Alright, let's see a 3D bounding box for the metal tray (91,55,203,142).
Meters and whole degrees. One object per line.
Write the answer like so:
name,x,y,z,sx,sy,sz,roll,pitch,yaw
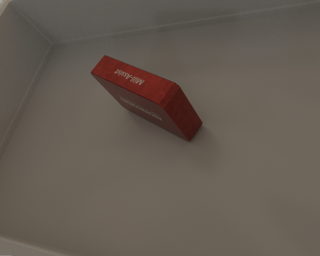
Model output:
metal tray,-0.017,-0.038,0.391,0.130,0.090,0.030,28,77,36
